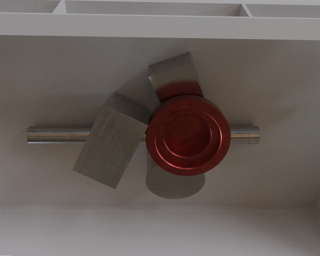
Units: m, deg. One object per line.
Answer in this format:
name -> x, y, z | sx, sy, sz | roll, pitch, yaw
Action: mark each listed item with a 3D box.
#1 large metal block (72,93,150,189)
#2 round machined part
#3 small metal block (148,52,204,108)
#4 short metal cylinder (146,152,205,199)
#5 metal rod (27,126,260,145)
large metal block -> -0.053, 0.011, 0.360 | 0.050, 0.080, 0.080 | 26, 103, -7
round machined part -> 0.033, 0.006, 0.377 | 0.099, 0.042, 0.097 | 0, 113, 0
small metal block -> 0.019, -0.054, 0.362 | 0.050, 0.025, 0.050 | -16, 129, 13
short metal cylinder -> 0.021, 0.056, 0.437 | 0.081, 0.050, 0.079 | 0, 130, 0
metal rod -> -0.021, 0.009, 0.413 | 0.302, 0.025, 0.025 | 0, 130, -1
